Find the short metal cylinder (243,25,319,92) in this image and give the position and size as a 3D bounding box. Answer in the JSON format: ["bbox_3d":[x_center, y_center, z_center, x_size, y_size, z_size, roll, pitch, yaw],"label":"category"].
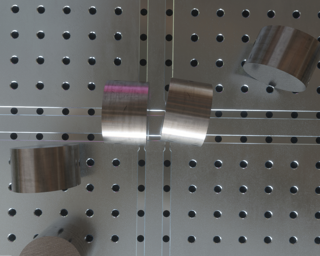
[{"bbox_3d":[0.153,-0.085,0.388,0.080,0.080,0.050,25,90,-1],"label":"short metal cylinder"}]

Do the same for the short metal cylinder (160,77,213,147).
[{"bbox_3d":[0.032,-0.020,0.386,0.050,0.080,0.080,9,90,0],"label":"short metal cylinder"}]

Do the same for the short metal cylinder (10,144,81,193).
[{"bbox_3d":[-0.141,0.047,0.384,0.081,0.080,0.050,-3,90,-1],"label":"short metal cylinder"}]

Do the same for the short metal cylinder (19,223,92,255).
[{"bbox_3d":[-0.133,0.170,0.399,0.081,0.050,0.079,0,90,-1],"label":"short metal cylinder"}]

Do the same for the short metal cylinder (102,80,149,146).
[{"bbox_3d":[-0.040,-0.019,0.385,0.050,0.080,0.079,3,90,0],"label":"short metal cylinder"}]
